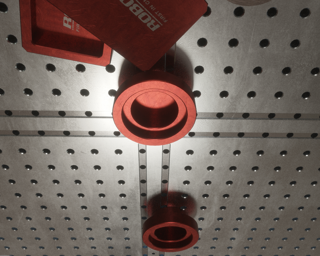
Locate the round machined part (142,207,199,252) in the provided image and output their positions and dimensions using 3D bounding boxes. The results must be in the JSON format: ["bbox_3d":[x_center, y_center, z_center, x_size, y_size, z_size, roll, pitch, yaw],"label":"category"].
[{"bbox_3d":[0.018,0.178,0.552,0.099,0.042,0.097,-1,130,0],"label":"round machined part"}]

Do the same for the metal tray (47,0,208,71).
[{"bbox_3d":[-0.028,-0.118,0.270,0.090,0.030,0.130,-44,138,15],"label":"metal tray"}]

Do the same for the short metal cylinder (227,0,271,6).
[{"bbox_3d":[0.078,-0.154,0.266,0.081,0.050,0.079,0,130,0],"label":"short metal cylinder"}]

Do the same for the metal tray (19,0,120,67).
[{"bbox_3d":[-0.084,-0.129,0.296,0.091,0.030,0.129,9,130,-9],"label":"metal tray"}]

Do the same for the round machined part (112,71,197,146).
[{"bbox_3d":[-0.006,-0.028,0.377,0.099,0.042,0.097,-1,130,0],"label":"round machined part"}]
